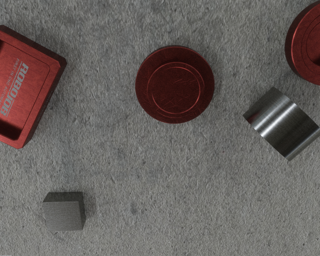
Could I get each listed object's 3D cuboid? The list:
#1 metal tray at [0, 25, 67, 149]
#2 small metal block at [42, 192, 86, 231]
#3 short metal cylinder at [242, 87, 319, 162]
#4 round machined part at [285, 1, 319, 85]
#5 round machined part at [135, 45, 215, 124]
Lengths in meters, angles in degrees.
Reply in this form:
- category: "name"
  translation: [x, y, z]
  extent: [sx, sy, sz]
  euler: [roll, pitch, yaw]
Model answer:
- category: "metal tray"
  translation: [-0.186, -0.048, 0.386]
  extent: [0.090, 0.030, 0.129]
  euler: [28, 107, -11]
- category: "small metal block"
  translation: [-0.139, 0.122, 0.453]
  extent: [0.050, 0.025, 0.050]
  euler: [-2, 110, 0]
- category: "short metal cylinder"
  translation: [0.149, -0.005, 0.381]
  extent: [0.080, 0.080, 0.050]
  euler: [40, 105, -14]
- category: "round machined part"
  translation: [0.197, -0.102, 0.366]
  extent: [0.099, 0.042, 0.097]
  euler: [0, 110, -1]
- category: "round machined part"
  translation: [0.018, -0.050, 0.382]
  extent: [0.099, 0.042, 0.097]
  euler: [0, 110, -1]
